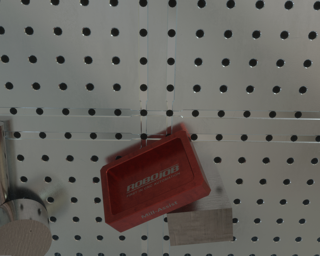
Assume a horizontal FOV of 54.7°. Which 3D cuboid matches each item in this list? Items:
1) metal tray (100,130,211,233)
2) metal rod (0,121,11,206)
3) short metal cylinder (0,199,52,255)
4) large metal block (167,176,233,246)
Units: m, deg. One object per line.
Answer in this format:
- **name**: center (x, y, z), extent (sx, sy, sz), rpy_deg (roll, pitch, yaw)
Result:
- **metal tray**: center (-0.011, 0.067, 0.401), extent (0.130, 0.090, 0.030), rpy_deg (-25, 136, 9)
- **metal rod**: center (-0.233, 0.134, 0.460), extent (0.025, 0.025, 0.298), rpy_deg (4, 110, -2)
- **short metal cylinder**: center (-0.198, 0.148, 0.438), extent (0.081, 0.050, 0.079), rpy_deg (-10, 114, -22)
- **large metal block**: center (0.051, 0.111, 0.425), extent (0.080, 0.080, 0.050), rpy_deg (-6, 110, 2)
